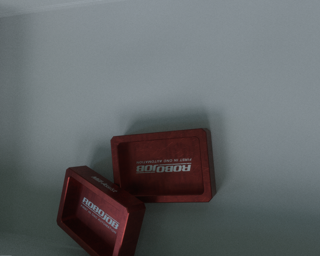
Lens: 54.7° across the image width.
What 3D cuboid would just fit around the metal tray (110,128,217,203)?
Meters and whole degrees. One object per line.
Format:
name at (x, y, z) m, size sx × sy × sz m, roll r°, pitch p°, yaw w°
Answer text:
metal tray at (0.003, 0.050, 0.406) m, size 0.130 × 0.030 × 0.089 m, roll -6°, pitch 88°, yaw 19°

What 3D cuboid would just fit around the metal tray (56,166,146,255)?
metal tray at (-0.083, 0.115, 0.410) m, size 0.130 × 0.030 × 0.089 m, roll 22°, pitch 104°, yaw 38°
